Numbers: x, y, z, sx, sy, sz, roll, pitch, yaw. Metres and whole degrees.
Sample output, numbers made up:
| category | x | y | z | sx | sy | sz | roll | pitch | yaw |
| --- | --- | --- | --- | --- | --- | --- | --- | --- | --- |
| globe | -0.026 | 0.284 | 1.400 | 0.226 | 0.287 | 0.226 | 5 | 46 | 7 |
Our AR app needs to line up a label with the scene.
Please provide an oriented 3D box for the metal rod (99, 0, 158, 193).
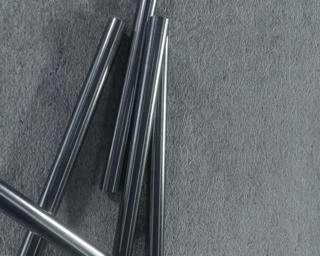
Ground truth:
| category | x | y | z | sx | sy | sz | roll | pitch | yaw |
| --- | --- | --- | --- | --- | --- | --- | --- | --- | --- |
| metal rod | -0.035 | -0.069 | 0.395 | 0.025 | 0.025 | 0.298 | 12 | 86 | -20 |

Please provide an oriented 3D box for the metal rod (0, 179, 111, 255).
| category | x | y | z | sx | sy | sz | roll | pitch | yaw |
| --- | --- | --- | --- | --- | --- | --- | --- | --- | --- |
| metal rod | -0.107 | 0.123 | 0.346 | 0.300 | 0.025 | 0.025 | 46 | 76 | -24 |

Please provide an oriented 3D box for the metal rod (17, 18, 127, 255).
| category | x | y | z | sx | sy | sz | roll | pitch | yaw |
| --- | --- | --- | --- | --- | --- | --- | --- | --- | --- |
| metal rod | -0.102 | 0.009 | 0.371 | 0.025 | 0.025 | 0.299 | 22 | 83 | -19 |

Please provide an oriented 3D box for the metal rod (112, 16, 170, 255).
| category | x | y | z | sx | sy | sz | roll | pitch | yaw |
| --- | --- | --- | --- | --- | --- | --- | --- | --- | --- |
| metal rod | -0.024 | 0.014 | 0.386 | 0.025 | 0.025 | 0.298 | 8 | 92 | -20 |

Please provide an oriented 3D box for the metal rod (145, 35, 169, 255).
| category | x | y | z | sx | sy | sz | roll | pitch | yaw |
| --- | --- | --- | --- | --- | --- | --- | --- | --- | --- |
| metal rod | -0.004 | 0.030 | 0.407 | 0.025 | 0.025 | 0.298 | 2 | 90 | -20 |
